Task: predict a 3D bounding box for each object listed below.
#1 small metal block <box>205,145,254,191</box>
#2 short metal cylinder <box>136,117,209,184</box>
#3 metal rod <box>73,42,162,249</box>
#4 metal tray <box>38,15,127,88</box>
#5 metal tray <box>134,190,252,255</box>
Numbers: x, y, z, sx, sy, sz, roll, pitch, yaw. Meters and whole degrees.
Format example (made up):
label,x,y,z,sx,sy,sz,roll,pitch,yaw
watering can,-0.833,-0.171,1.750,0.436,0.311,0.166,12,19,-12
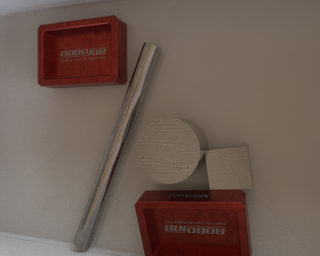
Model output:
label,x,y,z,sx,sy,sz,roll,pitch,yaw
small metal block,0.085,0.049,0.380,0.050,0.025,0.050,-8,87,19
short metal cylinder,0.017,0.026,0.391,0.080,0.050,0.079,0,90,20
metal rod,-0.061,0.029,0.430,0.025,0.025,0.298,23,97,18
metal tray,-0.113,-0.106,0.446,0.130,0.030,0.089,0,90,19
metal tray,0.041,0.123,0.379,0.130,0.030,0.089,-4,105,19
